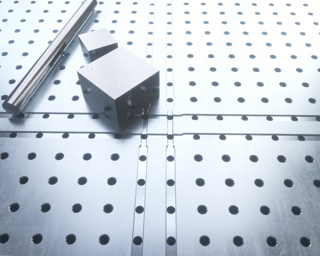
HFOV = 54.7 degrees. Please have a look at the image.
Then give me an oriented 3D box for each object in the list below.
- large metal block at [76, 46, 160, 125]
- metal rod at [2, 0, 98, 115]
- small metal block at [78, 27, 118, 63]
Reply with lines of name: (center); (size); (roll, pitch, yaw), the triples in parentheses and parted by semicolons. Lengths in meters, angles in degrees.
large metal block: (-0.057, -0.063, 0.444); (0.080, 0.050, 0.080); (37, 59, 27)
metal rod: (-0.171, -0.138, 0.522); (0.025, 0.025, 0.300); (11, 51, 8)
small metal block: (-0.104, -0.141, 0.525); (0.050, 0.025, 0.050); (-22, 54, -18)
